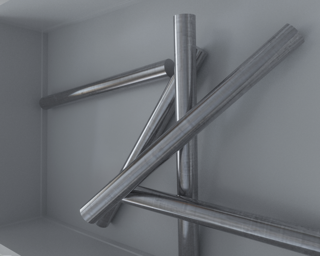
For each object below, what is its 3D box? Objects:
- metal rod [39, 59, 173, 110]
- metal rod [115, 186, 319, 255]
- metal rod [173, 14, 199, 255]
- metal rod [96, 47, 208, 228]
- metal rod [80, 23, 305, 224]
[{"bbox_3d":[-0.101,-0.061,0.490,0.300,0.025,0.025,-7,85,39],"label":"metal rod"},{"bbox_3d":[0.068,0.094,0.318,0.300,0.025,0.025,7,95,30],"label":"metal rod"},{"bbox_3d":[0.031,0.024,0.362,0.025,0.025,0.298,4,98,40],"label":"metal rod"},{"bbox_3d":[-0.022,0.025,0.425,0.025,0.025,0.298,44,116,31],"label":"metal rod"},{"bbox_3d":[0.023,0.006,0.334,0.299,0.025,0.025,-42,63,13],"label":"metal rod"}]
